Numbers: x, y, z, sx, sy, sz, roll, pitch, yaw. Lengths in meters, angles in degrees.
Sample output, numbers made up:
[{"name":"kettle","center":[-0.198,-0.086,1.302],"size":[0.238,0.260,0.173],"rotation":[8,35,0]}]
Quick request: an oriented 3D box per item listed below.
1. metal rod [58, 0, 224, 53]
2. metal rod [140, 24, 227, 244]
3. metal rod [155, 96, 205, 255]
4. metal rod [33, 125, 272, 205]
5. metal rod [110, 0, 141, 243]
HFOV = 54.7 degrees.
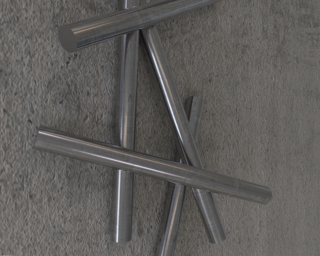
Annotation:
[{"name":"metal rod","center":[0.006,-0.146,0.382],"size":[0.302,0.025,0.025],"rotation":[-36,113,-43]},{"name":"metal rod","center":[0.030,0.009,0.404],"size":[0.025,0.025,0.298],"rotation":[-23,97,-38]},{"name":"metal rod","center":[0.021,0.102,0.421],"size":[0.025,0.025,0.299],"rotation":[20,77,-38]},{"name":"metal rod","center":[0.011,0.050,0.364],"size":[0.302,0.025,0.025],"rotation":[18,79,-23]},{"name":"metal rod","center":[-0.041,-0.018,0.370],"size":[0.025,0.025,0.298],"rotation":[3,88,-40]}]
